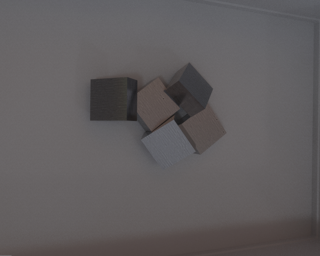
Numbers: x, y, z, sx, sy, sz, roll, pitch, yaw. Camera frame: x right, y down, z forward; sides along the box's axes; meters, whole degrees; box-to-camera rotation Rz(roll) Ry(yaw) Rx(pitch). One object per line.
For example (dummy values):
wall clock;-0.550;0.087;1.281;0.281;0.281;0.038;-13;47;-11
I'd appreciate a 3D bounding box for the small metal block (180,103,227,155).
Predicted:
small metal block;0.056;0.001;0.431;0.050;0.025;0.050;-38;102;-16

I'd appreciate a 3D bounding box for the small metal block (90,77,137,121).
small metal block;-0.056;-0.033;0.374;0.050;0.025;0.050;0;89;23

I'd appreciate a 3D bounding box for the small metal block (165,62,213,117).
small metal block;0.040;-0.051;0.412;0.050;0.025;0.050;45;41;-15

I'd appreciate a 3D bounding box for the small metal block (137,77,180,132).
small metal block;-0.011;-0.030;0.406;0.050;0.025;0.050;-39;103;-16

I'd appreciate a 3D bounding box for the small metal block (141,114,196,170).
small metal block;0.012;0.018;0.402;0.050;0.025;0.050;-32;102;14
